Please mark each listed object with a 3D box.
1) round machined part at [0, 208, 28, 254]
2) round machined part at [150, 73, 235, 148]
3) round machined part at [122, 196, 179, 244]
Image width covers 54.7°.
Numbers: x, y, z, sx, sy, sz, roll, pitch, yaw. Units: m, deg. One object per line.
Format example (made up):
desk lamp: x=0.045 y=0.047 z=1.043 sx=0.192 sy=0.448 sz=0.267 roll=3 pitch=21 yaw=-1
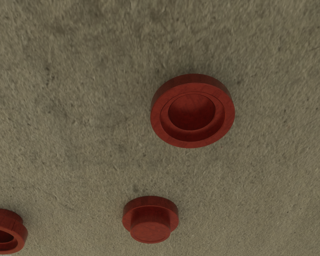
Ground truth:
round machined part: x=-0.282 y=0.178 z=0.543 sx=0.099 sy=0.042 sz=0.097 roll=-1 pitch=130 yaw=0
round machined part: x=0.038 y=-0.024 z=0.376 sx=0.099 sy=0.042 sz=0.097 roll=-1 pitch=130 yaw=0
round machined part: x=-0.016 y=0.164 z=0.536 sx=0.099 sy=0.042 sz=0.097 roll=-1 pitch=130 yaw=0
